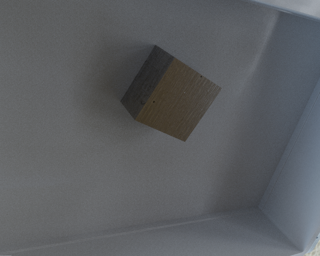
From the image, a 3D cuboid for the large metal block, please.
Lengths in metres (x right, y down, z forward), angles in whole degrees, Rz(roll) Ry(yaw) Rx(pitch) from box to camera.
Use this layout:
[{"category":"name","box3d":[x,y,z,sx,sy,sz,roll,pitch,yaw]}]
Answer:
[{"category":"large metal block","box3d":[0.013,-0.040,0.374,0.080,0.050,0.080,24,105,-37]}]
